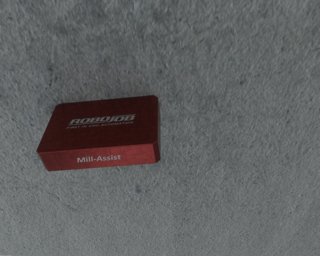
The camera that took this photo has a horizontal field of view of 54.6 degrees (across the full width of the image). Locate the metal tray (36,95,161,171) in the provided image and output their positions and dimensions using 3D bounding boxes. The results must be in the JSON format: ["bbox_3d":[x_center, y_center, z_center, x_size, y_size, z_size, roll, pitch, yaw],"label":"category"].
[{"bbox_3d":[-0.066,0.004,0.366,0.131,0.090,0.030,-5,130,4],"label":"metal tray"}]
